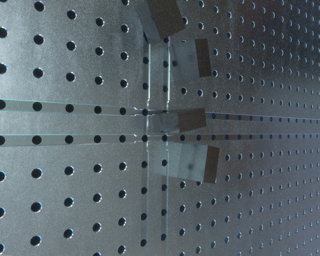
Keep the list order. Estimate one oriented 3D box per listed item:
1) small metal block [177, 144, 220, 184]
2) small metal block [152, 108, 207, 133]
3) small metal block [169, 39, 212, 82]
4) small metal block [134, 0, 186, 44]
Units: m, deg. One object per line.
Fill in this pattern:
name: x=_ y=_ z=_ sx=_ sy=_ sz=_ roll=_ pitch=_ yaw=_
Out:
small metal block: x=0.054 y=0.050 z=0.441 sx=0.025 sy=0.050 sz=0.050 roll=15 pitch=81 yaw=-40
small metal block: x=0.026 y=-0.011 z=0.417 sx=0.050 sy=0.050 sz=0.025 roll=-13 pitch=98 yaw=-40
small metal block: x=0.042 y=-0.093 z=0.430 sx=0.025 sy=0.050 sz=0.050 roll=-15 pitch=100 yaw=-39
small metal block: x=0.001 y=-0.147 z=0.412 sx=0.050 sy=0.025 sz=0.050 roll=-35 pitch=112 yaw=-35
